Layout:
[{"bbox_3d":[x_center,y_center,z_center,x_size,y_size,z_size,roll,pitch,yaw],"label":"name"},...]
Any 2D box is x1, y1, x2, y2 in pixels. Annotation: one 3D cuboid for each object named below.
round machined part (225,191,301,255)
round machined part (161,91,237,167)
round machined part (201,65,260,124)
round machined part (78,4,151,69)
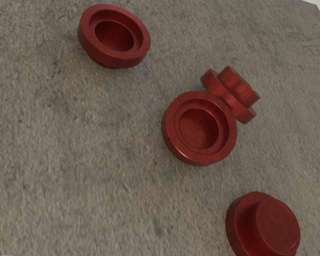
[{"bbox_3d":[0.136,0.127,0.391,0.099,0.042,0.098,14,56,-21],"label":"round machined part"},{"bbox_3d":[0.048,0.003,0.410,0.099,0.042,0.098,6,69,-16],"label":"round machined part"},{"bbox_3d":[0.110,-0.055,0.460,0.098,0.042,0.098,39,20,-17],"label":"round machined part"},{"bbox_3d":[-0.066,-0.122,0.433,0.099,0.042,0.098,14,56,-21],"label":"round machined part"}]
